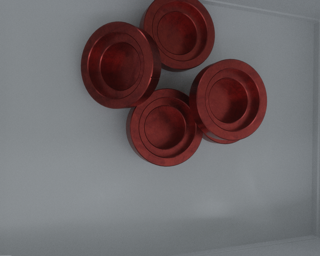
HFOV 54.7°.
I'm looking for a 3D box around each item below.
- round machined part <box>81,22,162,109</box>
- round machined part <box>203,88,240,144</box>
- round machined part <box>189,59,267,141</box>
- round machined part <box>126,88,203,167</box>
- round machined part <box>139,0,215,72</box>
[{"bbox_3d":[-0.042,-0.072,0.368,0.042,0.098,0.097,-11,95,-63],"label":"round machined part"},{"bbox_3d":[0.094,-0.026,0.438,0.099,0.042,0.097,0,90,-21],"label":"round machined part"},{"bbox_3d":[0.081,-0.034,0.388,0.099,0.042,0.097,0,90,-21],"label":"round machined part"},{"bbox_3d":[0.003,-0.001,0.404,0.099,0.042,0.097,0,90,-21],"label":"round machined part"},{"bbox_3d":[0.019,-0.122,0.410,0.099,0.042,0.097,0,90,-21],"label":"round machined part"}]
